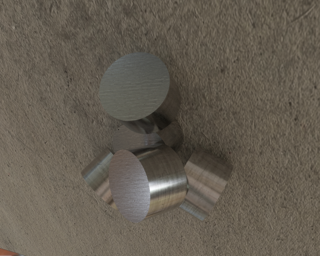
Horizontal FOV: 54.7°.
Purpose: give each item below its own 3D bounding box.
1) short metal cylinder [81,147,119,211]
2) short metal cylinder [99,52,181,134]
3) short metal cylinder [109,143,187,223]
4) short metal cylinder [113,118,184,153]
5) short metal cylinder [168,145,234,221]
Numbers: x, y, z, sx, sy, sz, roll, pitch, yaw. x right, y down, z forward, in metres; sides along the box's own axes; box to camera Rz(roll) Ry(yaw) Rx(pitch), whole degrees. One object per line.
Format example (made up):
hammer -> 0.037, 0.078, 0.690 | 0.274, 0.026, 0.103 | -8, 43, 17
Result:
short metal cylinder -> -0.066, 0.072, 0.445 | 0.080, 0.050, 0.080 | 44, 174, 7
short metal cylinder -> -0.021, -0.038, 0.352 | 0.080, 0.080, 0.050 | 13, 167, 21
short metal cylinder -> -0.016, 0.060, 0.351 | 0.080, 0.050, 0.079 | 11, 105, 49
short metal cylinder -> -0.015, 0.018, 0.410 | 0.080, 0.050, 0.079 | 13, 123, 21
short metal cylinder -> 0.049, 0.068, 0.389 | 0.050, 0.080, 0.079 | 30, 128, 8
